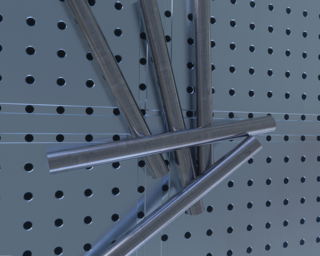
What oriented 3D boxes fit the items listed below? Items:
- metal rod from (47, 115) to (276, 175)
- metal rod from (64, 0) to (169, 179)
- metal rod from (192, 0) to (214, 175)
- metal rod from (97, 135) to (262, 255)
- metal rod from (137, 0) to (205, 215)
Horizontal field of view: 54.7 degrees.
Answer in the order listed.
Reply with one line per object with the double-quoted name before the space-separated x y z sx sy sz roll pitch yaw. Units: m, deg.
"metal rod" 0.018 0.017 0.392 0.303 0.025 0.025 -9 93 -20
"metal rod" -0.062 -0.071 0.390 0.025 0.025 0.299 -29 100 -18
"metal rod" 0.060 -0.074 0.436 0.025 0.025 0.298 -2 91 -20
"metal rod" 0.010 0.108 0.396 0.301 0.025 0.025 -37 102 -9
"metal rod" 0.016 -0.028 0.419 0.025 0.025 0.298 -15 95 -20
